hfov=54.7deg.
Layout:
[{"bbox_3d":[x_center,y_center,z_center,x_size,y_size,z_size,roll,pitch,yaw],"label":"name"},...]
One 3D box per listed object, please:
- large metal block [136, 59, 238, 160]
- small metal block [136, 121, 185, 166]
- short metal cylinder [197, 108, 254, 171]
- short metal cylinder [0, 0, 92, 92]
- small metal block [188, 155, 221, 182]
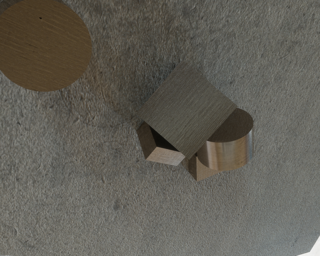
[{"bbox_3d":[0.032,-0.021,0.370,0.080,0.050,0.080,41,96,4],"label":"large metal block"},{"bbox_3d":[0.002,0.019,0.402,0.050,0.050,0.025,16,127,-35],"label":"small metal block"},{"bbox_3d":[0.088,0.013,0.430,0.081,0.080,0.050,-24,127,-14],"label":"short metal cylinder"},{"bbox_3d":[-0.109,-0.080,0.283,0.081,0.050,0.079,-14,125,-21],"label":"short metal cylinder"},{"bbox_3d":[0.072,0.049,0.479,0.050,0.025,0.050,-18,126,-18],"label":"small metal block"}]
